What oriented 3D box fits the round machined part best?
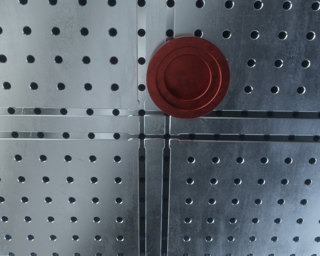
[{"bbox_3d":[0.033,-0.064,0.381,0.099,0.042,0.097,0,110,-1],"label":"round machined part"}]
